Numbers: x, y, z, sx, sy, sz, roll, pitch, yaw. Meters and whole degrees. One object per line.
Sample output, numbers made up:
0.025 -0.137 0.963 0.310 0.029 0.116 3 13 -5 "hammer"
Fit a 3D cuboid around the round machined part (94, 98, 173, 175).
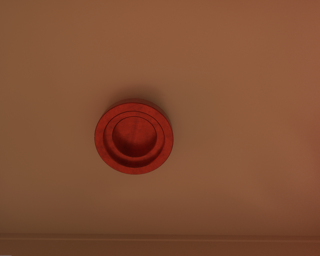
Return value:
-0.032 0.008 0.405 0.099 0.042 0.097 0 110 0 "round machined part"
